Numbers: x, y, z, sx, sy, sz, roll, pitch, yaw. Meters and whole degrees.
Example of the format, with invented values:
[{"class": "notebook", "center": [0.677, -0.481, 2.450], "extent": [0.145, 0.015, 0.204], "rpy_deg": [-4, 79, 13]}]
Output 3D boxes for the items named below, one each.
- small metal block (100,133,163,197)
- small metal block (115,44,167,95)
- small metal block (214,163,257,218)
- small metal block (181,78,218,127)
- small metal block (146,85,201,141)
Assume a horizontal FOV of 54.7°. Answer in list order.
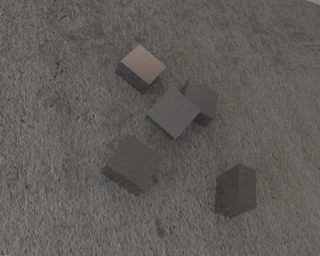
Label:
[{"class": "small metal block", "center": [-0.032, 0.042, 0.360], "extent": [0.050, 0.025, 0.050], "rpy_deg": [35, 51, -6]}, {"class": "small metal block", "center": [-0.027, -0.083, 0.440], "extent": [0.050, 0.025, 0.050], "rpy_deg": [39, 51, -2]}, {"class": "small metal block", "center": [0.094, 0.080, 0.390], "extent": [0.025, 0.050, 0.050], "rpy_deg": [22, 54, -15]}, {"class": "small metal block", "center": [0.055, -0.037, 0.456], "extent": [0.050, 0.025, 0.050], "rpy_deg": [26, 53, -12]}, {"class": "small metal block", "center": [0.017, -0.019, 0.410], "extent": [0.050, 0.025, 0.050], "rpy_deg": [42, 82, 0]}]
